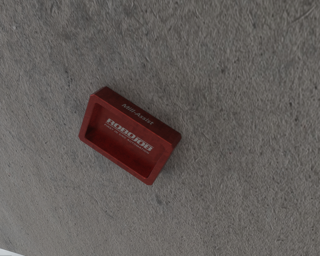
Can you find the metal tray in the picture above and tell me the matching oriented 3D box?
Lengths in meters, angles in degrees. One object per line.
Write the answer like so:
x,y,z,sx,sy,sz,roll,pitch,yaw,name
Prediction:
-0.046,0.013,0.435,0.130,0.030,0.089,33,129,6,metal tray
